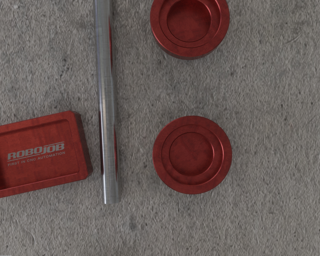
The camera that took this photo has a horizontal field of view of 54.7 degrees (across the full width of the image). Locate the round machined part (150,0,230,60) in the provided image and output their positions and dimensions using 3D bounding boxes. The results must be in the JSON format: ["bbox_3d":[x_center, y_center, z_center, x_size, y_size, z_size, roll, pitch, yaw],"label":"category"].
[{"bbox_3d":[0.037,-0.136,0.402,0.099,0.042,0.097,0,90,0],"label":"round machined part"}]

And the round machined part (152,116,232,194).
[{"bbox_3d":[0.040,0.033,0.402,0.099,0.042,0.097,0,90,0],"label":"round machined part"}]

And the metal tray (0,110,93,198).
[{"bbox_3d":[-0.163,0.034,0.406,0.131,0.030,0.089,-13,90,0],"label":"metal tray"}]

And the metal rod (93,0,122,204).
[{"bbox_3d":[-0.070,-0.052,0.409,0.025,0.025,0.298,-3,90,0],"label":"metal rod"}]
